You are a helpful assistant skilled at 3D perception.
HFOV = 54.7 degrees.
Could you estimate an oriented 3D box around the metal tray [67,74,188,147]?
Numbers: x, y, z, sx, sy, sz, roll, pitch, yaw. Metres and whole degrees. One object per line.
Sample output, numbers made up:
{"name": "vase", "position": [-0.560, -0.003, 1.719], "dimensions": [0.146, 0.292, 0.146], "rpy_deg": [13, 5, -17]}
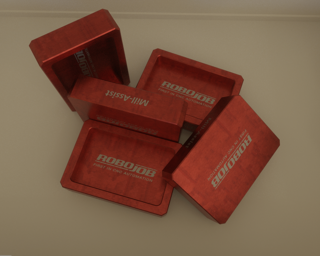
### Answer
{"name": "metal tray", "position": [-0.036, -0.017, 0.378], "dimensions": [0.131, 0.090, 0.030], "rpy_deg": [15, 71, 5]}

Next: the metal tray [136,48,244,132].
{"name": "metal tray", "position": [0.037, -0.047, 0.423], "dimensions": [0.131, 0.030, 0.090], "rpy_deg": [20, 71, 6]}

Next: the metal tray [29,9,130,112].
{"name": "metal tray", "position": [-0.088, -0.075, 0.377], "dimensions": [0.090, 0.130, 0.030], "rpy_deg": [-29, 73, -10]}

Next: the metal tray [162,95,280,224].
{"name": "metal tray", "position": [0.076, 0.036, 0.372], "dimensions": [0.090, 0.030, 0.130], "rpy_deg": [45, 74, -15]}

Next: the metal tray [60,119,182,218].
{"name": "metal tray", "position": [-0.044, 0.049, 0.385], "dimensions": [0.131, 0.030, 0.090], "rpy_deg": [15, 71, 5]}
